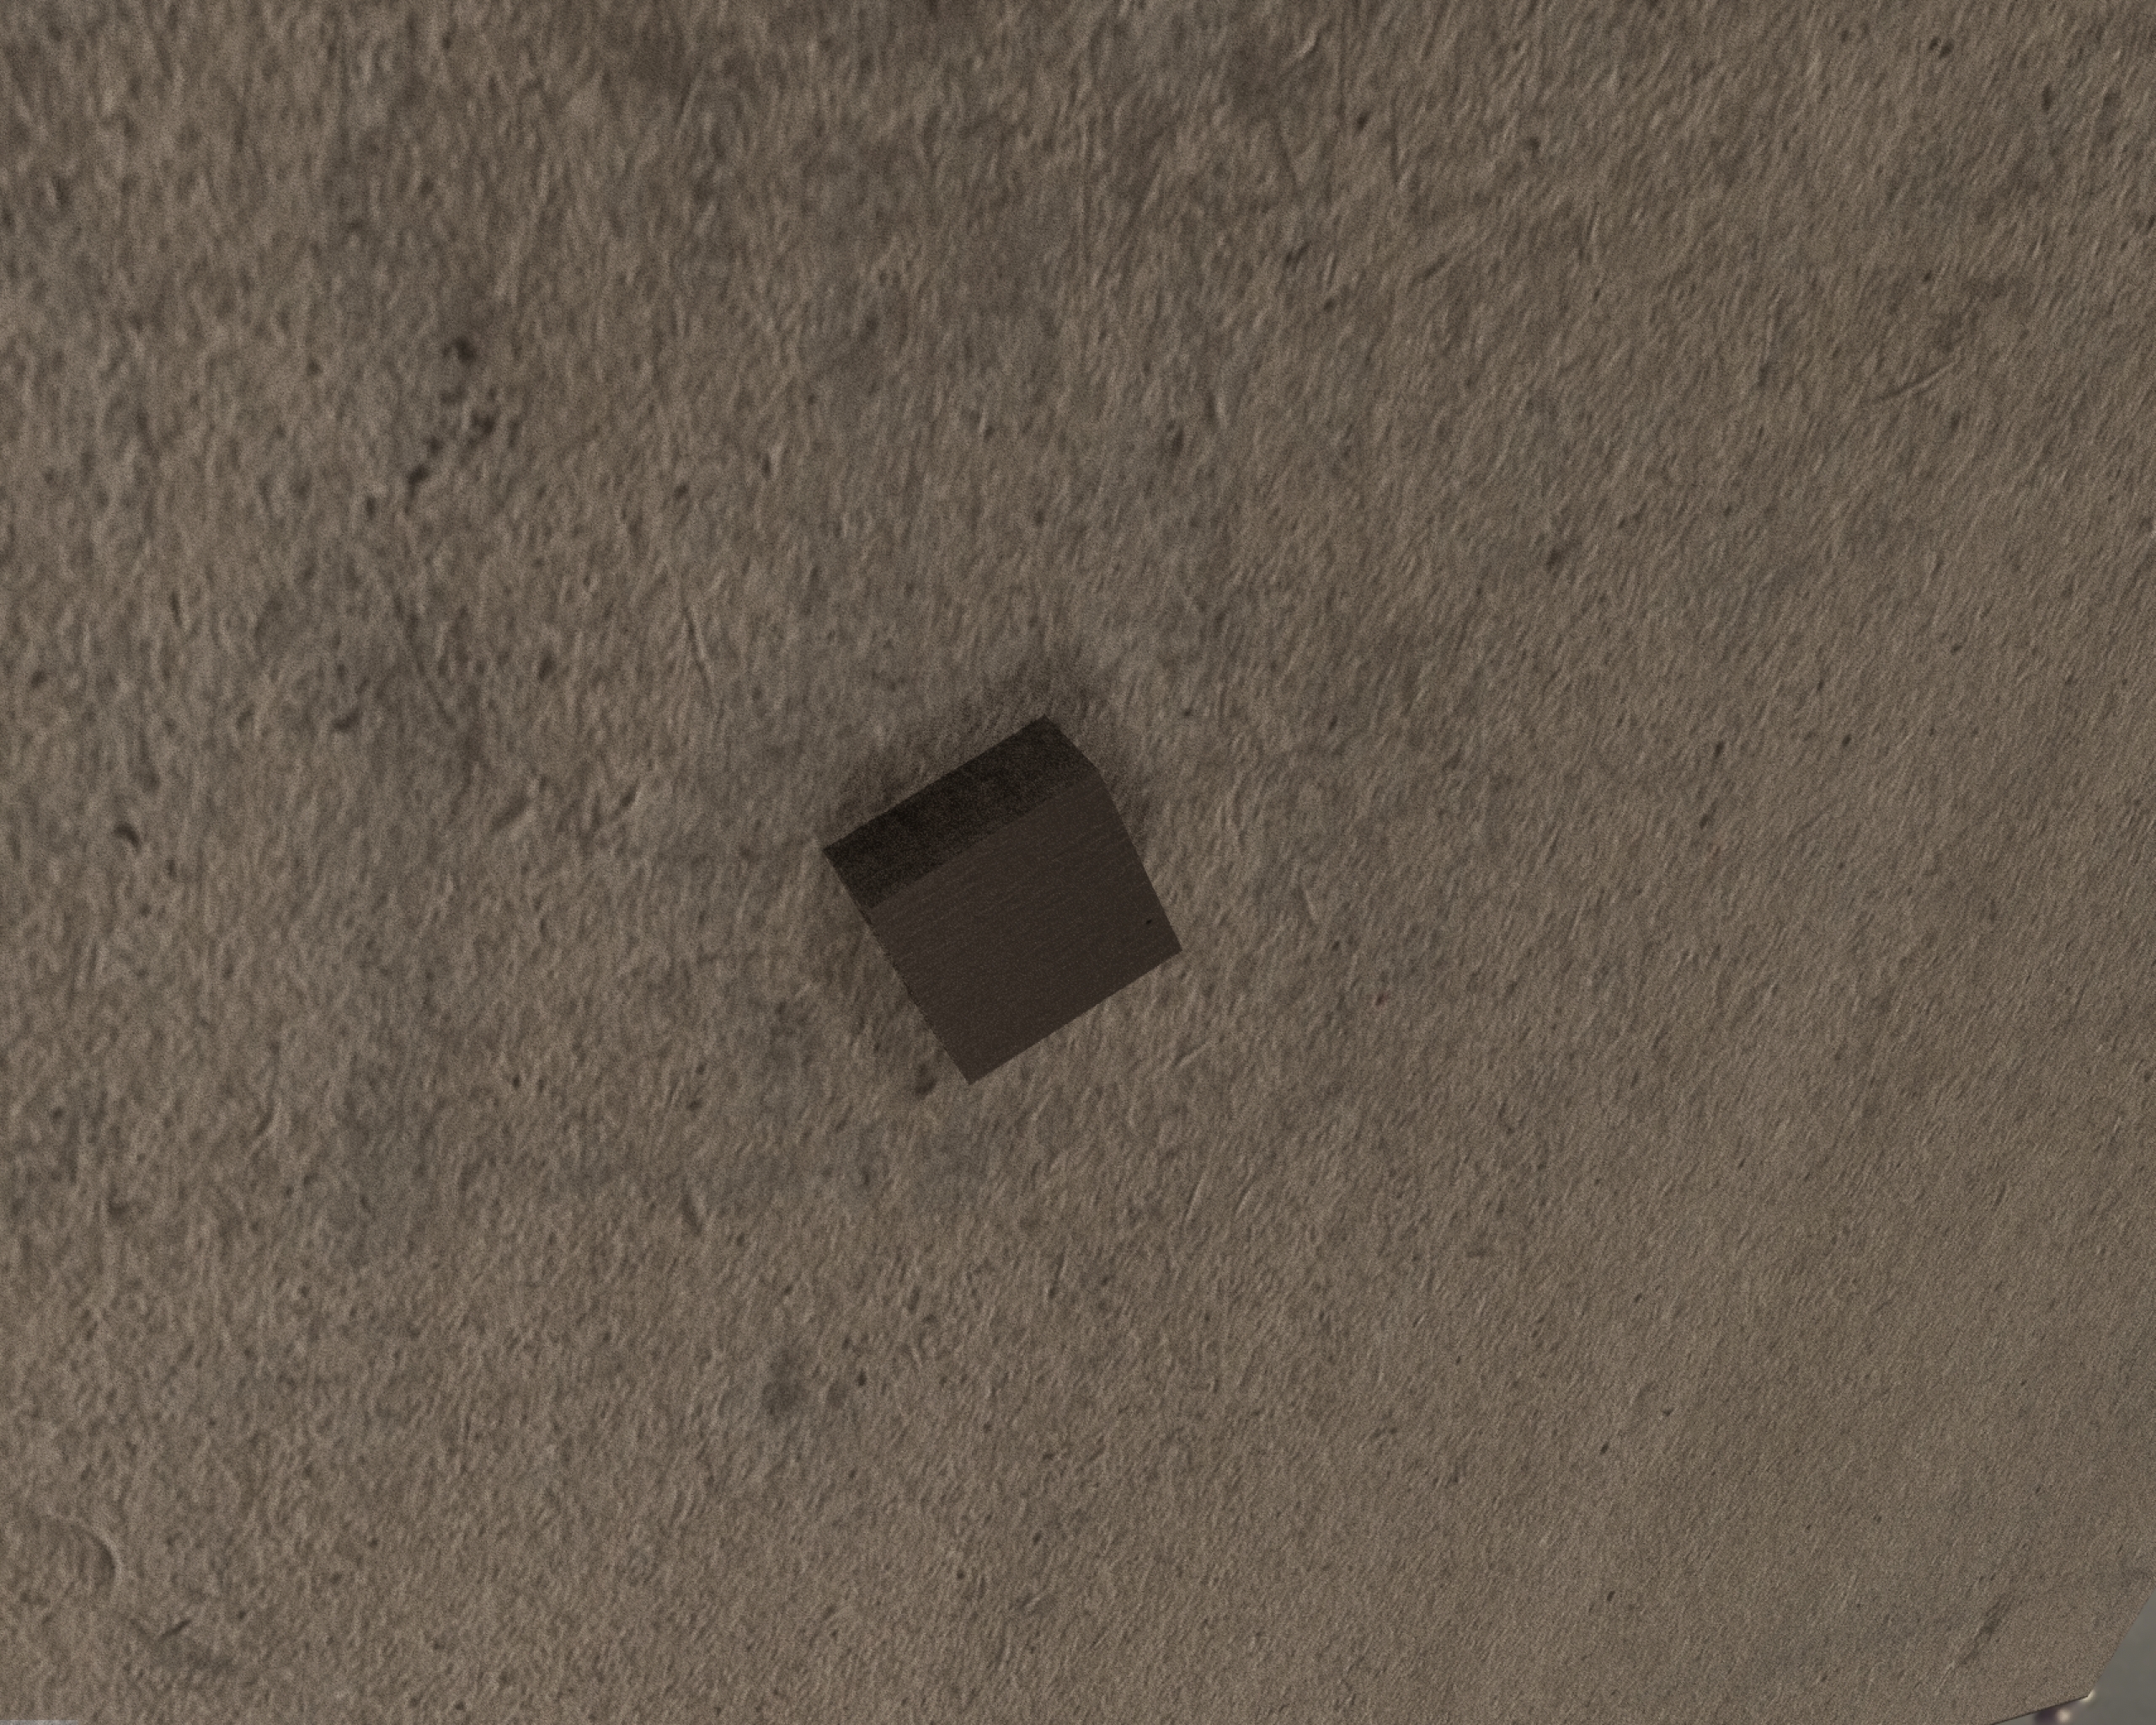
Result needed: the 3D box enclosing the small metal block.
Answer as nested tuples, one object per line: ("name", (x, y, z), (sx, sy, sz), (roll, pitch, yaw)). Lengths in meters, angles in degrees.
("small metal block", (-0.014, 0.007, 0.407), (0.050, 0.025, 0.050), (-32, 129, -8))
